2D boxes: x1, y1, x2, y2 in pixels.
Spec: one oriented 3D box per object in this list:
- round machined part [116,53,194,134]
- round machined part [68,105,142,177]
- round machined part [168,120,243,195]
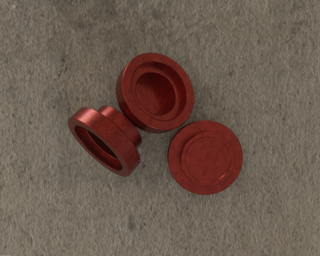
[{"bbox_3d":[-0.009,-0.040,0.387,0.099,0.042,0.098,8,72,-28],"label":"round machined part"},{"bbox_3d":[-0.061,0.011,0.378,0.098,0.098,0.042,42,65,-1],"label":"round machined part"},{"bbox_3d":[0.059,0.039,0.402,0.099,0.042,0.097,0,90,-1],"label":"round machined part"}]
